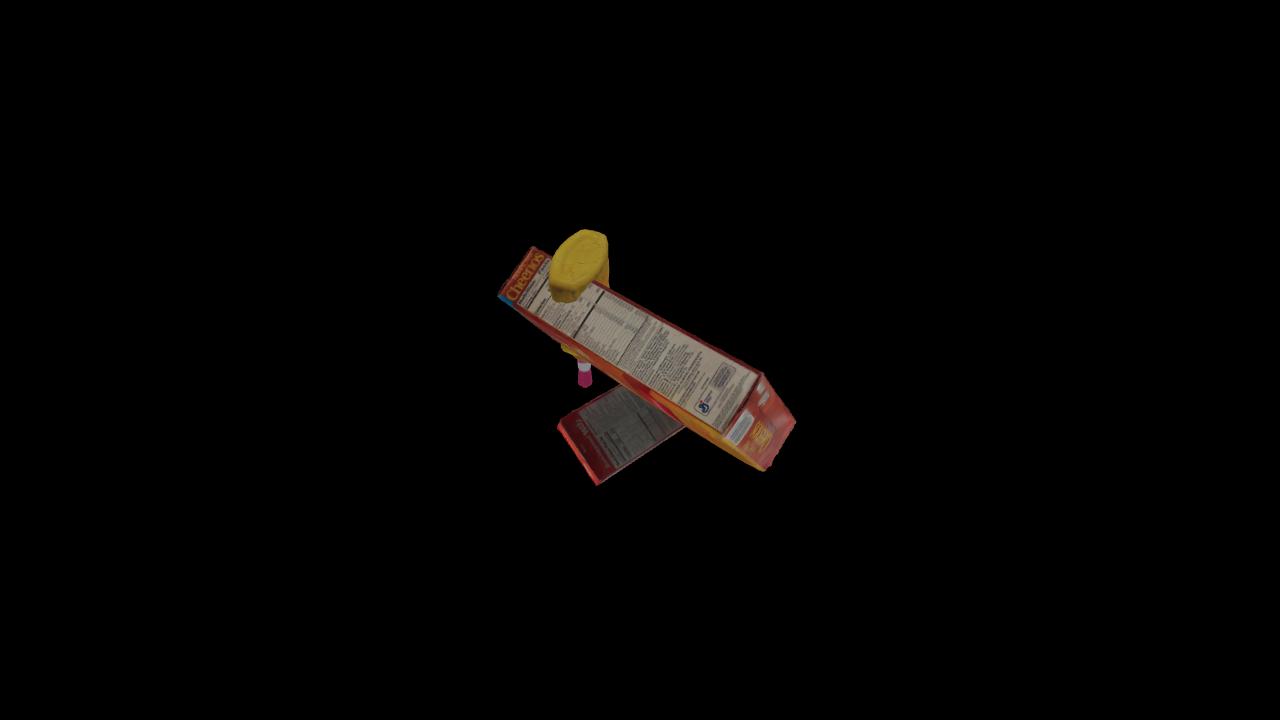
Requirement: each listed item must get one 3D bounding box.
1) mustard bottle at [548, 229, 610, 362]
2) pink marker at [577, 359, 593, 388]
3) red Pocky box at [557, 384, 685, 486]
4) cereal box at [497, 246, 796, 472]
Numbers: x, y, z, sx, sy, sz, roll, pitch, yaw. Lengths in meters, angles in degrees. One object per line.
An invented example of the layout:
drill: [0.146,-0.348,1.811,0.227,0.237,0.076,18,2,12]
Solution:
mustard bottle: [-0.065,-0.054,0.707,0.054,0.092,0.184,12,-35,8]
pink marker: [-0.070,-0.016,0.758,0.020,0.121,0.020,0,35,0]
red Pocky box: [-0.009,0.067,0.700,0.155,0.083,0.028,-29,-11,-27]
cereal box: [0.011,0.001,0.683,0.306,0.081,0.203,31,-4,28]
